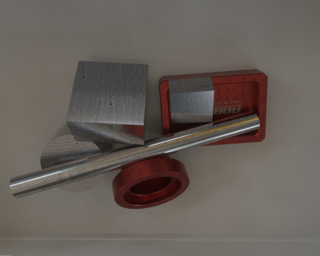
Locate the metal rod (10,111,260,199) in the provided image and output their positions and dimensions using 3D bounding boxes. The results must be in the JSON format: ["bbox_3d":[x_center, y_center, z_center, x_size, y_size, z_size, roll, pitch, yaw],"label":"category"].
[{"bbox_3d":[-0.024,0.030,0.376,0.302,0.025,0.025,-15,110,-7],"label":"metal rod"}]

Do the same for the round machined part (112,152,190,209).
[{"bbox_3d":[-0.014,0.065,0.407,0.099,0.042,0.097,-12,145,-8],"label":"round machined part"}]

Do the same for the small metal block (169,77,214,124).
[{"bbox_3d":[0.037,-0.032,0.375,0.050,0.025,0.050,-4,136,1],"label":"small metal block"}]

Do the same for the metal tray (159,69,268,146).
[{"bbox_3d":[0.067,-0.024,0.398,0.131,0.030,0.089,-4,110,1],"label":"metal tray"}]

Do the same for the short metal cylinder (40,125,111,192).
[{"bbox_3d":[-0.108,0.037,0.408,0.081,0.050,0.079,0,110,-1],"label":"short metal cylinder"}]

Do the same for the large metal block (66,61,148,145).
[{"bbox_3d":[-0.056,-0.029,0.361,0.081,0.080,0.050,3,152,-1],"label":"large metal block"}]
